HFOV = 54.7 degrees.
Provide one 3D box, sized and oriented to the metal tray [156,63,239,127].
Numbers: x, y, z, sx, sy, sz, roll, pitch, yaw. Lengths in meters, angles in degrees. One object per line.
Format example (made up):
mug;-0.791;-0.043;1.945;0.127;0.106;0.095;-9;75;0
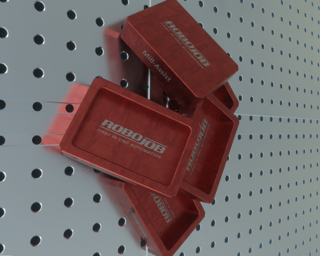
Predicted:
metal tray;0.060;-0.054;0.458;0.090;0.030;0.130;-51;120;-28

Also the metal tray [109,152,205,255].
metal tray;0.002;0.095;0.409;0.091;0.030;0.129;-40;115;-33

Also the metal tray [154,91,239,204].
metal tray;0.053;0.024;0.413;0.090;0.030;0.130;36;68;-35

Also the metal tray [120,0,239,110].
metal tray;0.026;-0.096;0.390;0.130;0.030;0.091;49;56;5

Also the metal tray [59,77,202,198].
metal tray;-0.030;0.012;0.342;0.131;0.030;0.090;24;72;-6
